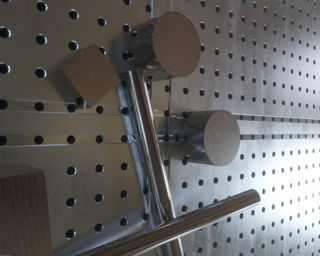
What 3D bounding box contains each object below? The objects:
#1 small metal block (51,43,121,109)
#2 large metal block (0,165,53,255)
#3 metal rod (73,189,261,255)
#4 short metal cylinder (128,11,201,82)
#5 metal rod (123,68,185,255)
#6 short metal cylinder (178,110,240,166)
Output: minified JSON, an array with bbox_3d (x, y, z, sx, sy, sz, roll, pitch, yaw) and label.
[{"bbox_3d":[-0.080,-0.056,0.342,0.050,0.025,0.050,-48,119,-29],"label":"small metal block"},{"bbox_3d":[-0.146,0.081,0.270,0.081,0.050,0.079,-7,95,-40],"label":"large metal block"},{"bbox_3d":[0.013,0.129,0.388,0.303,0.025,0.025,-11,97,-30],"label":"metal rod"},{"bbox_3d":[0.006,-0.102,0.398,0.081,0.050,0.080,0,90,-40],"label":"short metal cylinder"},{"bbox_3d":[-0.002,0.073,0.407,0.025,0.025,0.298,-21,103,-38],"label":"metal rod"},{"bbox_3d":[0.073,0.014,0.454,0.081,0.050,0.080,0,90,-40],"label":"short metal cylinder"}]
